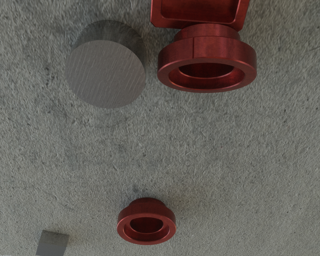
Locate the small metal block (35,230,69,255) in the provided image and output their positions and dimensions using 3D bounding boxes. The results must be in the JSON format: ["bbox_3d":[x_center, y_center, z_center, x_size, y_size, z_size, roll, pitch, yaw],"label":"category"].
[{"bbox_3d":[-0.207,0.225,0.596,0.050,0.025,0.050,16,128,-14],"label":"small metal block"}]

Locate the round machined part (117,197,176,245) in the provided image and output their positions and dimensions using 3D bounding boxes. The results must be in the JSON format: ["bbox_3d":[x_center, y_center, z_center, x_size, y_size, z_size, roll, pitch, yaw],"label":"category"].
[{"bbox_3d":[-0.022,0.156,0.529,0.099,0.042,0.097,-1,130,0],"label":"round machined part"}]

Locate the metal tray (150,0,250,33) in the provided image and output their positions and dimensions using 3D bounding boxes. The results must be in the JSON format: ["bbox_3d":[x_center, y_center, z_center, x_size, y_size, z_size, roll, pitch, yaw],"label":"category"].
[{"bbox_3d":[0.040,-0.154,0.273,0.091,0.030,0.129,3,130,-3],"label":"metal tray"}]

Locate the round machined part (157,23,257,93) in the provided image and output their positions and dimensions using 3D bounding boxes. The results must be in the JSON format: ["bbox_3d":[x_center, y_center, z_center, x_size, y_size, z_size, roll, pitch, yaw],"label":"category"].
[{"bbox_3d":[0.047,-0.071,0.316,0.099,0.042,0.098,2,168,1],"label":"round machined part"}]

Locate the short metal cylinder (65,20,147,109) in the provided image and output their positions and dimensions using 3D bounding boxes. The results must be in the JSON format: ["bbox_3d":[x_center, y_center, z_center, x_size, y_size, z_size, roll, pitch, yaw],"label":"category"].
[{"bbox_3d":[-0.055,-0.068,0.332,0.081,0.050,0.079,0,130,0],"label":"short metal cylinder"}]
